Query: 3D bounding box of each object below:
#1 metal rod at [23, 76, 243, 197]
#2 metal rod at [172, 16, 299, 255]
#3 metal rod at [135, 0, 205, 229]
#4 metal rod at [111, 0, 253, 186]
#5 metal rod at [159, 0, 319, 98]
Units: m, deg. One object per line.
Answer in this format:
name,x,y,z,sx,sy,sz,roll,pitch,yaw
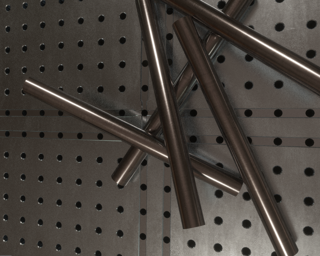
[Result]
metal rod,-0.038,0.008,0.394,0.301,0.025,0.025,26,99,6
metal rod,0.087,0.009,0.365,0.025,0.025,0.299,-25,88,18
metal rod,0.008,-0.032,0.379,0.025,0.025,0.299,-17,73,19
metal rod,0.026,-0.049,0.402,0.025,0.025,0.299,37,101,16
metal rod,0.060,-0.129,0.364,0.300,0.025,0.025,41,103,25
